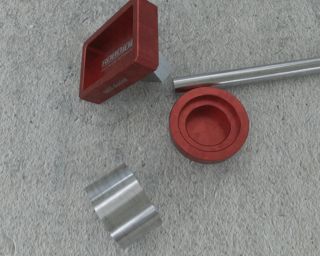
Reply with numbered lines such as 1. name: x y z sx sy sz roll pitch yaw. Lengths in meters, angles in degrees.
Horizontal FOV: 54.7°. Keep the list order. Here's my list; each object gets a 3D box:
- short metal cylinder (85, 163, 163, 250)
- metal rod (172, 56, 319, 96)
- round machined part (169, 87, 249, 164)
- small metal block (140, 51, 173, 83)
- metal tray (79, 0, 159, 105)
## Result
1. short metal cylinder: -0.040 0.086 0.347 0.050 0.080 0.080 -32 74 -11
2. metal rod: 0.168 -0.080 0.439 0.302 0.025 0.025 -9 71 -4
3. round machined part: 0.061 0.000 0.400 0.099 0.042 0.098 0 70 -1
4. small metal block: -0.019 -0.088 0.416 0.050 0.050 0.025 14 63 51
5. metal tray: -0.056 -0.093 0.392 0.030 0.130 0.090 16 64 -39
